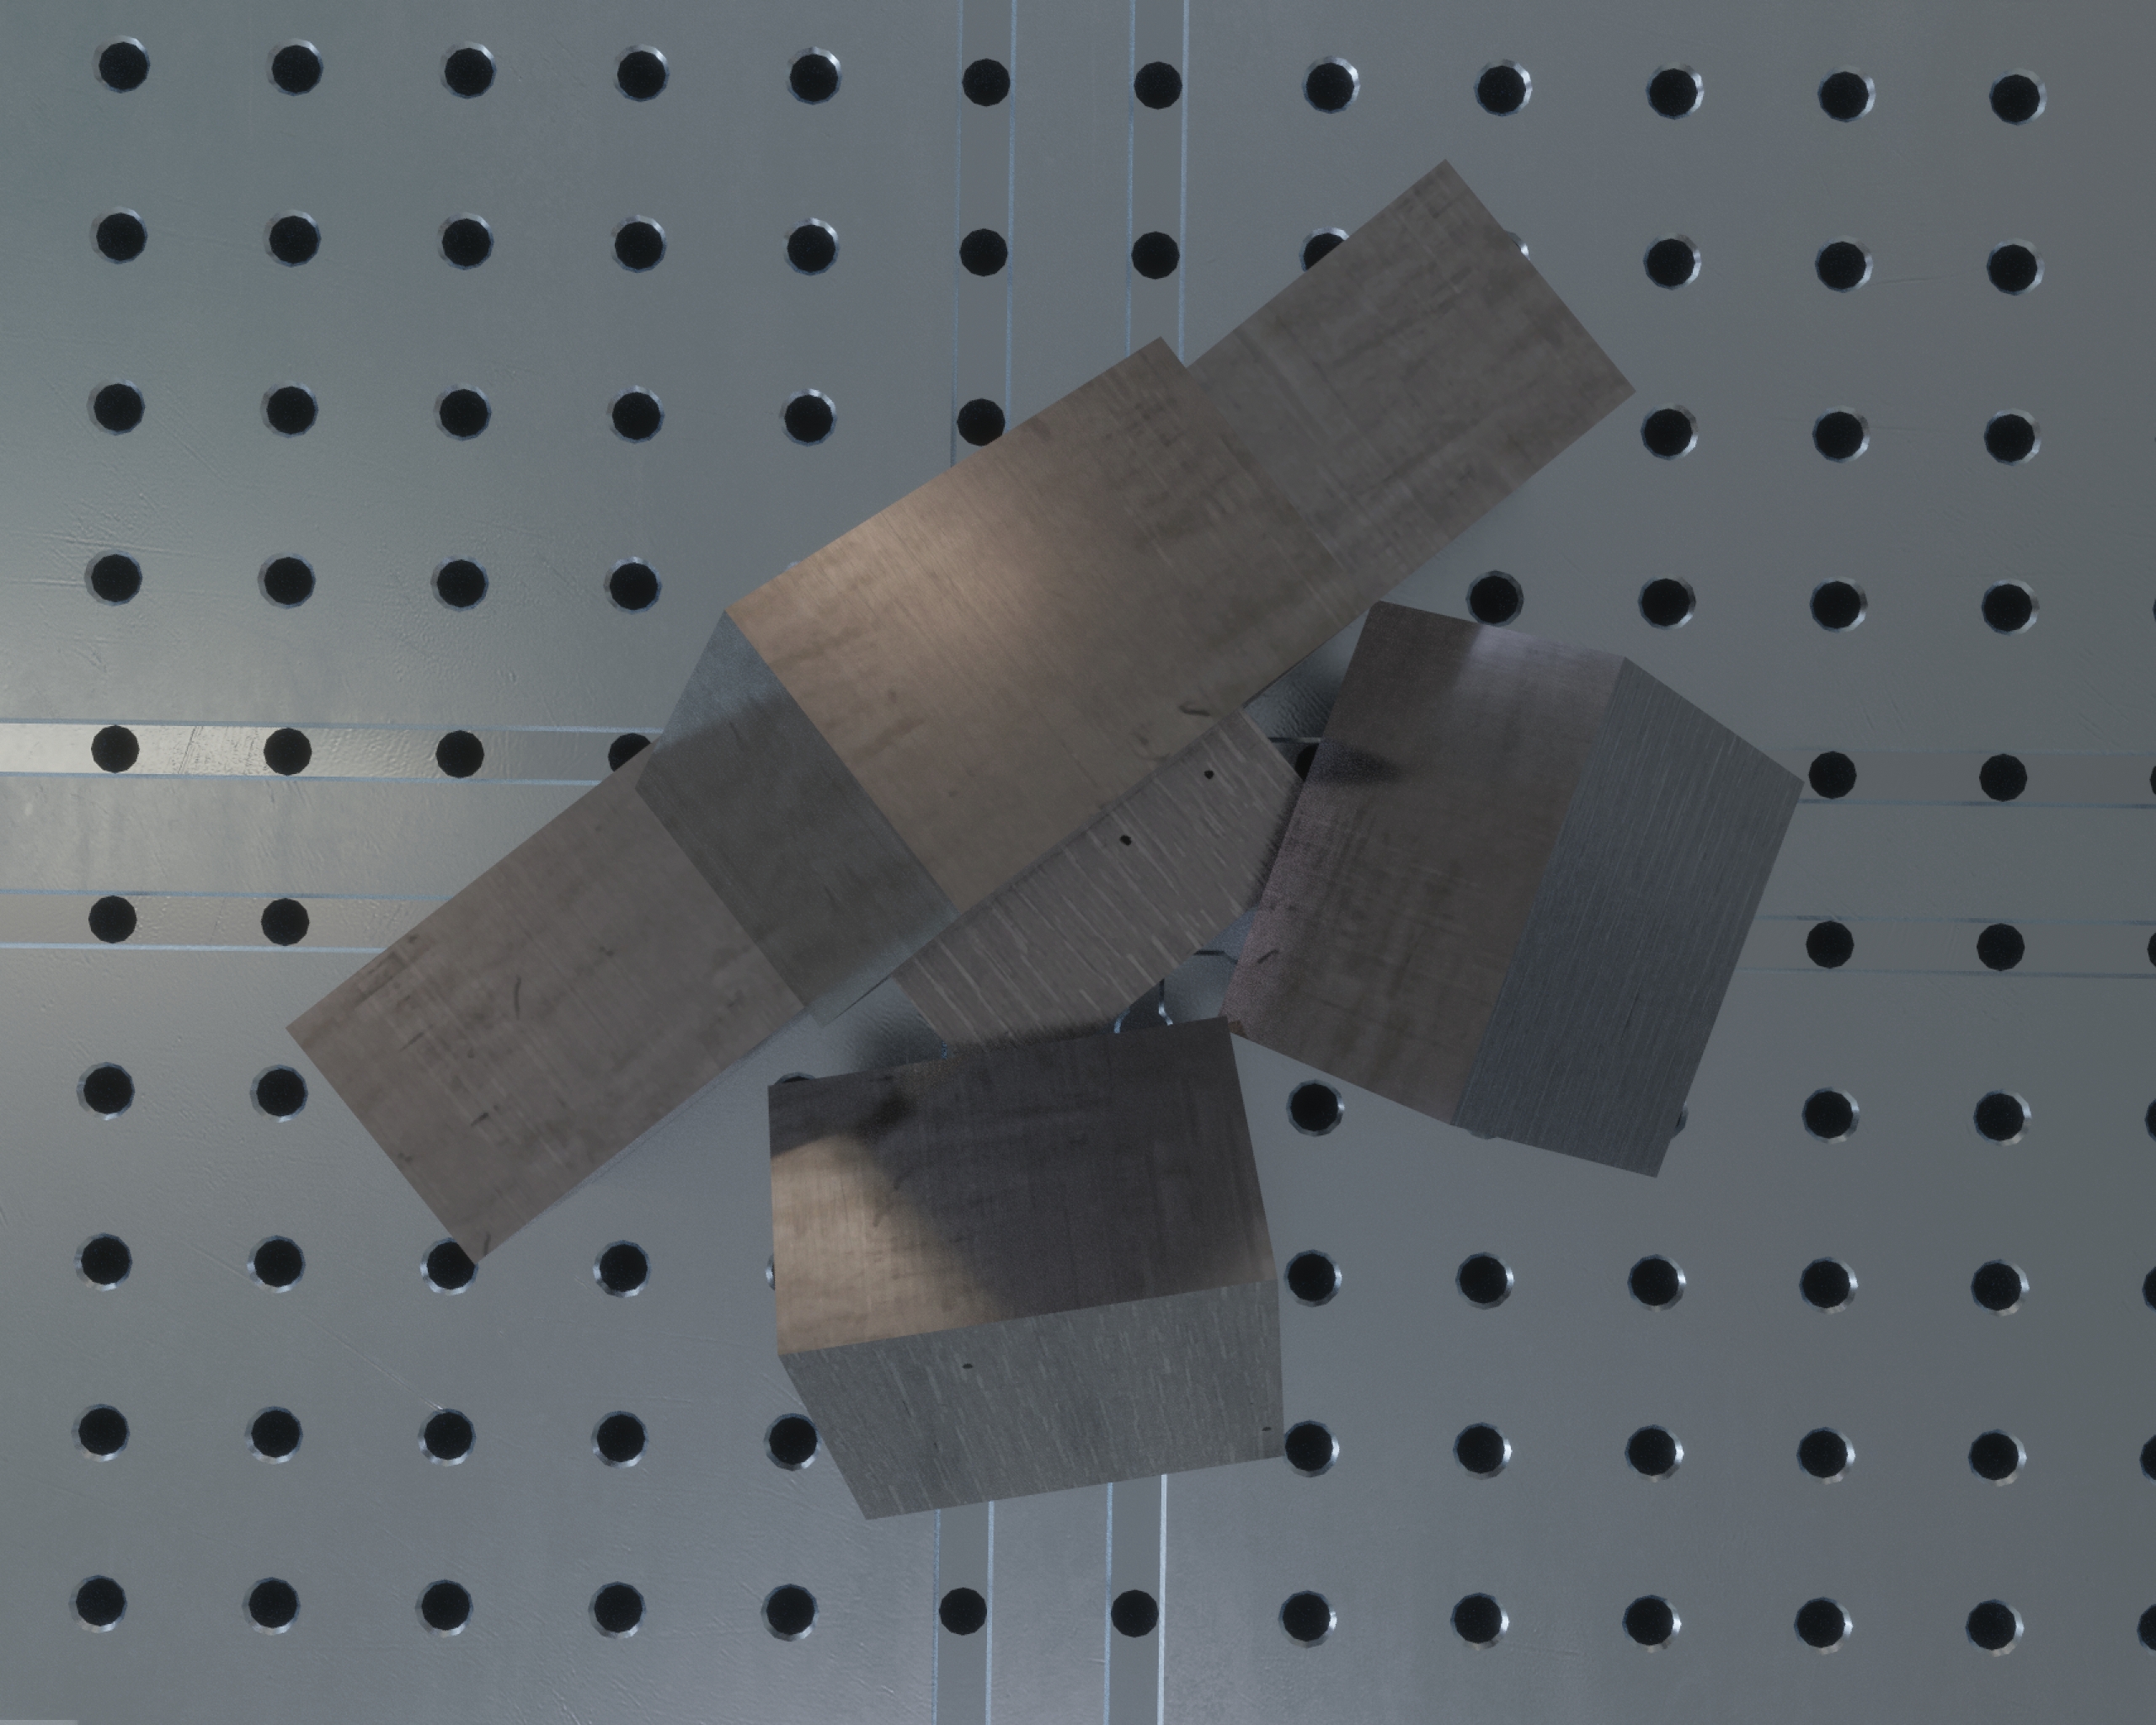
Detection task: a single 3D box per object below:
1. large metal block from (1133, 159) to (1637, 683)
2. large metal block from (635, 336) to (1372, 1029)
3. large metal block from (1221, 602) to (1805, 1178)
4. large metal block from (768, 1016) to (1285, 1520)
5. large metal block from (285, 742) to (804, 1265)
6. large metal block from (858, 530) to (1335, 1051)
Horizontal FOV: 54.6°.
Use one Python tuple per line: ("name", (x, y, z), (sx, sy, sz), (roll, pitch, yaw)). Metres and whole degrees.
("large metal block", (0.046, -0.073, 0.386), (0.080, 0.080, 0.050), (-39, 91, 0))
("large metal block", (-0.015, -0.025, 0.323), (0.080, 0.080, 0.050), (-37, 90, -25))
("large metal block", (0.080, 0.007, 0.379), (0.050, 0.080, 0.080), (21, 90, 41))
("large metal block", (-0.007, 0.076, 0.379), (0.080, 0.080, 0.050), (-9, 54, 0))
("large metal block", (-0.083, 0.022, 0.384), (0.080, 0.080, 0.050), (-38, 90, 0))
("large metal block", (-0.008, -0.011, 0.402), (0.080, 0.050, 0.080), (-39, 90, 0))
